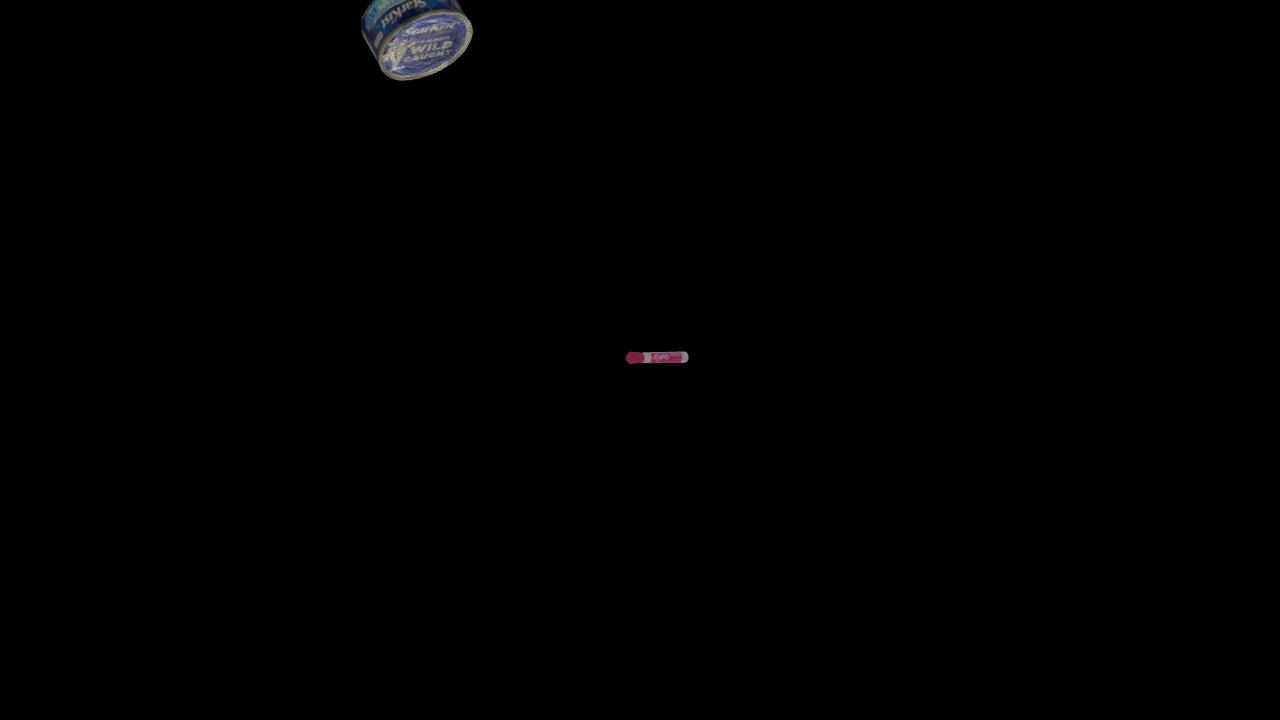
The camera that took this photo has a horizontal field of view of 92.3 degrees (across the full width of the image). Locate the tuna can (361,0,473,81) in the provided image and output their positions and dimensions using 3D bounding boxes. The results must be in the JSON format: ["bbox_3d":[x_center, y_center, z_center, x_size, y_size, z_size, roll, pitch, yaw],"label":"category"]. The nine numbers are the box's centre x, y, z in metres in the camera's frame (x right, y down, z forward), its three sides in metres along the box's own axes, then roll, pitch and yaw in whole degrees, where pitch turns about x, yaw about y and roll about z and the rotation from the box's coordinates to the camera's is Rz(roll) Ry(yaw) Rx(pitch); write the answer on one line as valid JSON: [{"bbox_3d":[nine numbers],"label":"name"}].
[{"bbox_3d":[-0.184,-0.272,0.509,0.084,0.034,0.084,-29,3,2],"label":"tuna can"}]

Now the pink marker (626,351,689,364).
[{"bbox_3d":[0.027,-0.004,0.965,0.121,0.020,0.020,-1,1,-40],"label":"pink marker"}]
